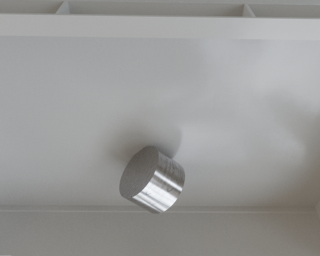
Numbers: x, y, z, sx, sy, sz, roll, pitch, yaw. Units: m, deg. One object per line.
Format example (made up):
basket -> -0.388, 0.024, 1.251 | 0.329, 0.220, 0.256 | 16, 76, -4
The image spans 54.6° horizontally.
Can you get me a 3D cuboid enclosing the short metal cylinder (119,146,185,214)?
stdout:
short metal cylinder -> -0.012, 0.072, 0.434 | 0.050, 0.080, 0.080 | 37, 121, -27
